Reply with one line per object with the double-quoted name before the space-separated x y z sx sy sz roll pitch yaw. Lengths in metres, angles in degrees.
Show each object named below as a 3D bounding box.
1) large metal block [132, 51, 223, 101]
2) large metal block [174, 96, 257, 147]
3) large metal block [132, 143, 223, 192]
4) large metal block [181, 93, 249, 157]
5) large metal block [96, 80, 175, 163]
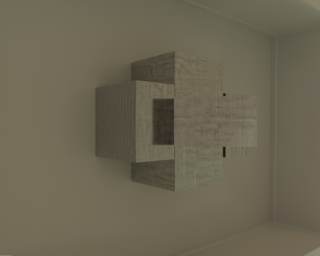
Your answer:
"large metal block" 0.021 -0.058 0.387 0.081 0.080 0.050 0 91 -40
"large metal block" 0.058 -0.007 0.344 0.080 0.080 0.050 -4 94 -85
"large metal block" 0.021 0.043 0.387 0.081 0.080 0.050 0 91 -40
"large metal block" 0.074 -0.004 0.429 0.050 0.080 0.080 0 90 -41
"large metal block" -0.030 -0.007 0.345 0.050 0.080 0.080 0 90 -40
